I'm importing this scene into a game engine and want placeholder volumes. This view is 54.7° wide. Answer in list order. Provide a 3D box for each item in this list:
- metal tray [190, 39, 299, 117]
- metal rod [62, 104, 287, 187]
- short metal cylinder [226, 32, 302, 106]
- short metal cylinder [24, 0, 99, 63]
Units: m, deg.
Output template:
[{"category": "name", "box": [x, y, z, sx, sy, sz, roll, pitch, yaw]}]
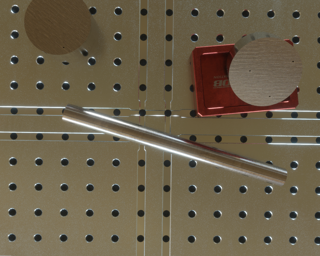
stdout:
[{"category": "metal tray", "box": [0.110, -0.065, 0.412, 0.131, 0.030, 0.089, -5, 90, -1]}, {"category": "metal rod", "box": [0.020, 0.023, 0.413, 0.302, 0.025, 0.025, 17, 90, -1]}, {"category": "short metal cylinder", "box": [0.123, -0.072, 0.375, 0.080, 0.050, 0.079, 3, 114, 7]}, {"category": "short metal cylinder", "box": [-0.124, -0.128, 0.399, 0.081, 0.050, 0.079, 0, 90, -1]}]
